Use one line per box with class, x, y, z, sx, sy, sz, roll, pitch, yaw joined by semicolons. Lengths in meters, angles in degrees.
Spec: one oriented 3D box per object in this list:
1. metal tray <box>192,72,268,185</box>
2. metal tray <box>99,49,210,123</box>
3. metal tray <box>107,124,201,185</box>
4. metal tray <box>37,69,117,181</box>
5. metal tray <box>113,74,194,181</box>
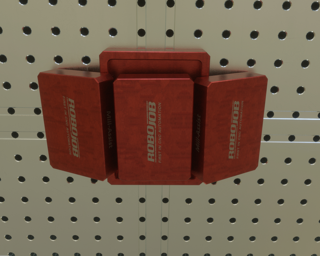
metal tray;0.086;-0.001;0.391;0.091;0.030;0.129;-11;113;-26
metal tray;-0.006;-0.053;0.391;0.131;0.030;0.089;0;111;-1
metal tray;-0.006;0.032;0.423;0.131;0.030;0.089;0;111;-1
metal tray;-0.101;-0.005;0.388;0.090;0.030;0.129;9;113;24
metal tray;-0.007;0.001;0.378;0.091;0.030;0.129;0;110;-1
